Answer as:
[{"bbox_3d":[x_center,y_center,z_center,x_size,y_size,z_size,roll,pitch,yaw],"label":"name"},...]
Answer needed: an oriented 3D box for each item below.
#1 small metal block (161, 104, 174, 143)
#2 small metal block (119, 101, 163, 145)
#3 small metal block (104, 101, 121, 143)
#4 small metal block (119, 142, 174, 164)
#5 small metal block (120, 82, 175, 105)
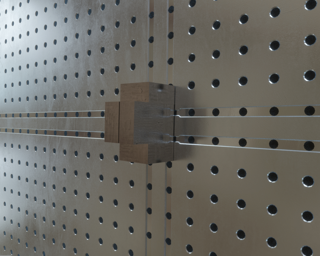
[{"bbox_3d":[-0.009,-0.007,0.417,0.050,0.025,0.050,2,92,41],"label":"small metal block"},{"bbox_3d":[-0.022,-0.006,0.380,0.025,0.050,0.050,3,92,41],"label":"small metal block"},{"bbox_3d":[-0.043,-0.007,0.396,0.025,0.050,0.050,2,92,40],"label":"small metal block"},{"bbox_3d":[-0.017,0.030,0.408,0.050,0.050,0.025,2,91,40],"label":"small metal block"},{"bbox_3d":[-0.016,-0.044,0.407,0.050,0.050,0.025,3,92,40],"label":"small metal block"}]
